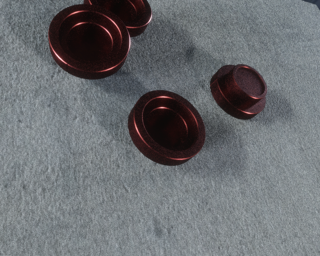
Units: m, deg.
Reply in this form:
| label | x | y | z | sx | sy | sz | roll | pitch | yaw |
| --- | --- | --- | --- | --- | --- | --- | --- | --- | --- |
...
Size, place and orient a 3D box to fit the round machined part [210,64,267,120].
| label | x | y | z | sx | sy | sz | roll | pitch | yaw |
| --- | --- | --- | --- | --- | --- | --- | --- | --- | --- |
| round machined part | 0.135 | -0.066 | 0.508 | 0.099 | 0.042 | 0.098 | 14 | 56 | -21 |

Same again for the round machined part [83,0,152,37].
| label | x | y | z | sx | sy | sz | roll | pitch | yaw |
| --- | --- | --- | --- | --- | --- | --- | --- | --- | --- |
| round machined part | -0.066 | -0.173 | 0.464 | 0.099 | 0.042 | 0.098 | 14 | 56 | -21 |

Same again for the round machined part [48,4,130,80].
| label | x | y | z | sx | sy | sz | roll | pitch | yaw |
| --- | --- | --- | --- | --- | --- | --- | --- | --- | --- |
| round machined part | -0.091 | -0.106 | 0.400 | 0.099 | 0.042 | 0.098 | 5 | 70 | -15 |

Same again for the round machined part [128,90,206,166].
| label | x | y | z | sx | sy | sz | roll | pitch | yaw |
| --- | --- | --- | --- | --- | --- | --- | --- | --- | --- |
| round machined part | 0.005 | 0.003 | 0.395 | 0.099 | 0.042 | 0.098 | 14 | 56 | -21 |
